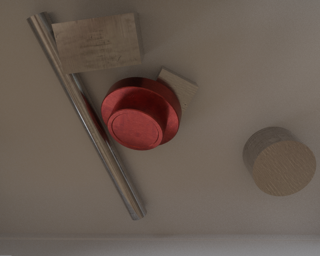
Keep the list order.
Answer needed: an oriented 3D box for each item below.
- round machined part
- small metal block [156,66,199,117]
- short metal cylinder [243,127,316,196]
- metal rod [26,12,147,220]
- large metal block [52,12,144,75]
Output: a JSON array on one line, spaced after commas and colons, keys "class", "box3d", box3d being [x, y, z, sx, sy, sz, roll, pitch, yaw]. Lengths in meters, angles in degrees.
[{"class": "round machined part", "box3d": [-0.025, -0.010, 0.378, 0.098, 0.042, 0.097, 8, 135, 8]}, {"class": "small metal block", "box3d": [0.014, -0.044, 0.395, 0.050, 0.025, 0.050, 25, 108, -10]}, {"class": "short metal cylinder", "box3d": [0.158, 0.044, 0.417, 0.081, 0.050, 0.079, 0, 110, -1]}, {"class": "metal rod", "box3d": [-0.087, -0.001, 0.409, 0.025, 0.025, 0.299, -21, 109, 7]}, {"class": "large metal block", "box3d": [-0.062, -0.097, 0.345, 0.080, 0.080, 0.050, -7, 110, 2]}]
